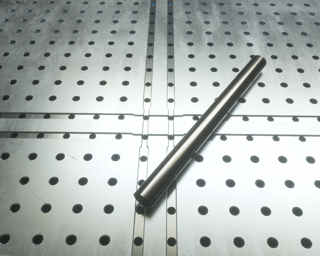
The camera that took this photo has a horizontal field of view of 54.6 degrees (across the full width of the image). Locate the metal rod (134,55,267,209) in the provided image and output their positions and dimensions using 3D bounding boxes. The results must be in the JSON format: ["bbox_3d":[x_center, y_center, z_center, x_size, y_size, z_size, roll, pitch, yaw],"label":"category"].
[{"bbox_3d":[0.070,-0.013,0.418,0.025,0.025,0.301,29,56,22],"label":"metal rod"}]
